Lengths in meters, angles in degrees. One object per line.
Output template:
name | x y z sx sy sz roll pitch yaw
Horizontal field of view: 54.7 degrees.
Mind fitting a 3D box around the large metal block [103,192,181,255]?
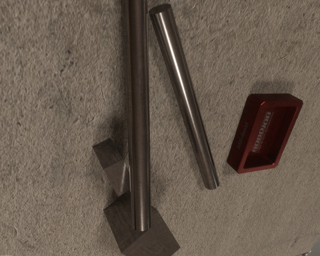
large metal block | -0.027 0.146 0.449 0.050 0.080 0.080 -42 130 0

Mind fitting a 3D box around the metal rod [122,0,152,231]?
metal rod | -0.024 -0.018 0.344 0.025 0.025 0.298 -9 111 -24

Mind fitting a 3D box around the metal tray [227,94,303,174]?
metal tray | 0.169 0.009 0.504 0.091 0.030 0.129 -4 120 -27

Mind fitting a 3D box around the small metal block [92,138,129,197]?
small metal block | -0.058 0.049 0.390 0.025 0.050 0.050 -27 128 -12

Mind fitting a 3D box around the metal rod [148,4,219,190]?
metal rod | 0.043 -0.017 0.421 0.025 0.025 0.299 -29 129 -10
